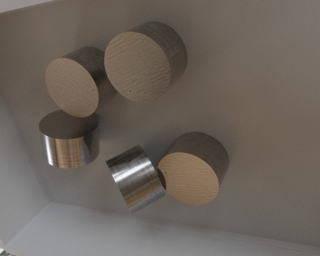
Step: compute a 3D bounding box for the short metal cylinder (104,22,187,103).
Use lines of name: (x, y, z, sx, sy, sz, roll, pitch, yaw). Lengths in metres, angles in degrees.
short metal cylinder: (-0.015, -0.075, 0.353, 0.080, 0.050, 0.079, 13, 124, 20)

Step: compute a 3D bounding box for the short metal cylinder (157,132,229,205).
short metal cylinder: (0.044, 0.052, 0.401, 0.080, 0.050, 0.079, 13, 124, 20)

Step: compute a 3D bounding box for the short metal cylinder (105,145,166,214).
short metal cylinder: (-0.034, 0.069, 0.425, 0.080, 0.050, 0.080, 59, 168, 21)

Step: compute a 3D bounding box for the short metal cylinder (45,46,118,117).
short metal cylinder: (-0.100, -0.061, 0.406, 0.080, 0.050, 0.079, 13, 124, 20)

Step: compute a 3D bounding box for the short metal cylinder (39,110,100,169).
short metal cylinder: (-0.128, 0.013, 0.447, 0.080, 0.080, 0.050, 17, 125, 18)
